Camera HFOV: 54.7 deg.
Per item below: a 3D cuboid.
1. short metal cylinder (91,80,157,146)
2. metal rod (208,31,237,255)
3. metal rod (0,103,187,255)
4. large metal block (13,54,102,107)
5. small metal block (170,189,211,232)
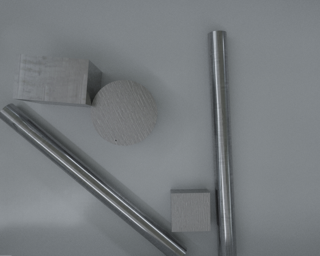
[{"bbox_3d":[-0.043,-0.018,0.398,0.081,0.050,0.079,0,90,-1],"label":"short metal cylinder"},{"bbox_3d":[0.083,0.023,0.412,0.025,0.025,0.298,-3,90,-1],"label":"metal rod"},{"bbox_3d":[-0.088,0.073,0.410,0.300,0.025,0.025,40,90,-1],"label":"metal rod"},{"bbox_3d":[-0.121,-0.054,0.382,0.081,0.080,0.050,4,90,-1],"label":"large metal block"},{"bbox_3d":[0.040,0.109,0.412,0.050,0.025,0.050,-1,90,-1],"label":"small metal block"}]
